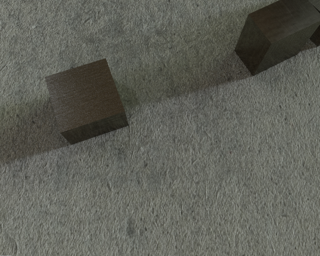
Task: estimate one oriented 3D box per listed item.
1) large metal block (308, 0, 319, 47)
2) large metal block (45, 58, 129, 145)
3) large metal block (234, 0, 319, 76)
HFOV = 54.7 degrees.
[{"bbox_3d":[0.248,-0.183,0.463,0.080,0.050,0.080,-34,74,-12],"label":"large metal block"},{"bbox_3d":[-0.094,-0.034,0.406,0.080,0.050,0.080,-19,71,-7],"label":"large metal block"},{"bbox_3d":[0.159,-0.127,0.426,0.080,0.080,0.050,-27,72,-9],"label":"large metal block"}]
